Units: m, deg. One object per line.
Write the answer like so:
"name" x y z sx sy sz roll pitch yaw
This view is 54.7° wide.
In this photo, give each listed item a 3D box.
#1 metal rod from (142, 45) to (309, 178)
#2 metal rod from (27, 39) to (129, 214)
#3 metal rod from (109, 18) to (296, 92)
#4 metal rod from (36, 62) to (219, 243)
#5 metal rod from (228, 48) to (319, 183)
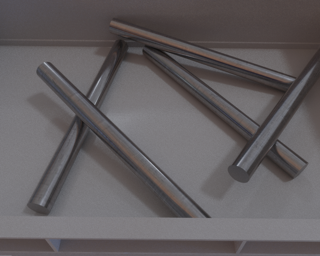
"metal rod" 0.074 -0.041 0.439 0.025 0.025 0.300 -31 57 -24
"metal rod" -0.097 -0.026 0.425 0.025 0.025 0.300 10 51 8
"metal rod" 0.064 -0.113 0.478 0.301 0.025 0.025 20 53 7
"metal rod" -0.053 0.014 0.369 0.025 0.025 0.300 -37 67 -27
"metal rod" 0.175 -0.039 0.408 0.025 0.025 0.301 31 55 23
